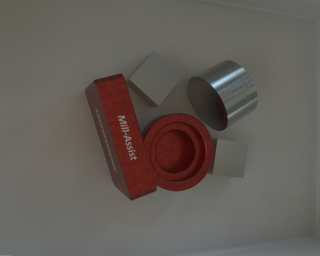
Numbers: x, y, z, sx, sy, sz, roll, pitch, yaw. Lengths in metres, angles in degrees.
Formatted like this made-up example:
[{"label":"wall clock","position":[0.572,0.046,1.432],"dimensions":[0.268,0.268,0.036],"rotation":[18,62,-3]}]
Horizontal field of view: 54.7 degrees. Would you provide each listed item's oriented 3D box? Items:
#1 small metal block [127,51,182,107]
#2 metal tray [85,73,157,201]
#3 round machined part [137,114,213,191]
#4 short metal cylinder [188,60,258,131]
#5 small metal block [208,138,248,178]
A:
[{"label":"small metal block","position":[-0.009,-0.063,0.406],"dimensions":[0.050,0.025,0.050],"rotation":[42,77,-14]},{"label":"metal tray","position":[-0.048,0.009,0.357],"dimensions":[0.030,0.090,0.129],"rotation":[-18,96,-19]},{"label":"round machined part","position":[0.017,0.030,0.406],"dimensions":[0.099,0.042,0.097],"rotation":[0,90,-21]},{"label":"short metal cylinder","position":[0.081,-0.043,0.411],"dimensions":[0.050,0.080,0.080],"rotation":[-31,101,-18]},{"label":"small metal block","position":[0.095,0.043,0.445],"dimensions":[0.050,0.025,0.050],"rotation":[10,86,-19]}]
